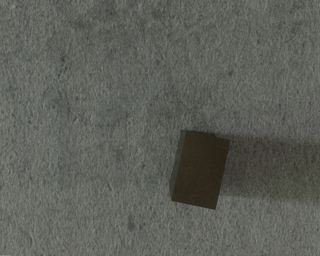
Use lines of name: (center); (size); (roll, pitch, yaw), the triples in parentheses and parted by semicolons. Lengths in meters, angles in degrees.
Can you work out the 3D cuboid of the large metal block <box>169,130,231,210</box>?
large metal block: (0.045, 0.047, 0.383); (0.050, 0.080, 0.080); (12, 90, 0)
